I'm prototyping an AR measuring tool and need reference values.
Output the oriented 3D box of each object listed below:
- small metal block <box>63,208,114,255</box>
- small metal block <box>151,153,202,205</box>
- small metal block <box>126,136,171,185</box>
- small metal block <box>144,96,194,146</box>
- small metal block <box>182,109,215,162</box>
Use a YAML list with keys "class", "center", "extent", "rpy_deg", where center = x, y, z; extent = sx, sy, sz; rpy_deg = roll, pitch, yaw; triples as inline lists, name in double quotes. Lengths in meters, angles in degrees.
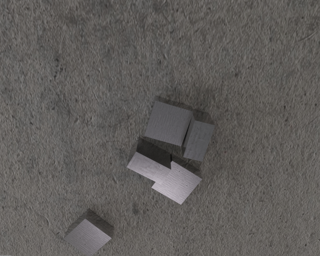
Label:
- class: "small metal block"
  center: [-0.107, 0.158, 0.467]
  extent: [0.050, 0.025, 0.050]
  rpy_deg: [42, 105, -14]
- class: "small metal block"
  center: [0.023, 0.072, 0.436]
  extent: [0.050, 0.025, 0.050]
  rpy_deg: [33, 107, -12]
- class: "small metal block"
  center: [-0.014, 0.042, 0.412]
  extent: [0.050, 0.050, 0.025]
  rpy_deg: [29, 108, -10]
- class: "small metal block"
  center: [0.011, -0.009, 0.406]
  extent: [0.050, 0.025, 0.050]
  rpy_deg: [16, 109, -6]
- class: "small metal block"
  center: [0.047, 0.008, 0.400]
  extent: [0.025, 0.050, 0.050]
  rpy_deg: [14, 110, -5]
